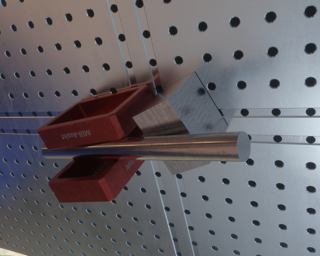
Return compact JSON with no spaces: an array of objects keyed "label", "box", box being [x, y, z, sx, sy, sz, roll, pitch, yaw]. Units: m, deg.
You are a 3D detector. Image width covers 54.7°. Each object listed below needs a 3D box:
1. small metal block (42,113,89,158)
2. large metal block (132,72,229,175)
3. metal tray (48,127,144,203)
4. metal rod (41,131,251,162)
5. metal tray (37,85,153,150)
[{"label":"small metal block","box":[-0.143,0.011,0.475,0.025,0.050,0.050,-8,114,31]},{"label":"large metal block","box":[0.027,-0.006,0.355,0.050,0.080,0.080,-25,105,36]},{"label":"metal tray","box":[-0.068,0.042,0.403,0.090,0.131,0.030,-10,114,32]},{"label":"metal rod","box":[-0.045,0.024,0.351,0.300,0.025,0.025,-4,117,40]},{"label":"metal tray","box":[-0.081,-0.014,0.401,0.130,0.090,0.030,-9,115,31]}]
